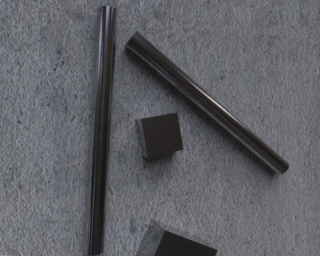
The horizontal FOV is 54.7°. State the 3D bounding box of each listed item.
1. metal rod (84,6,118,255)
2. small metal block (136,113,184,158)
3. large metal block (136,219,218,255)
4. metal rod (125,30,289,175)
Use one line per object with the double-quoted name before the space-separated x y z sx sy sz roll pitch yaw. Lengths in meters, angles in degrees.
"metal rod" -0.073 0.002 0.382 0.025 0.025 0.298 3 89 -20
"small metal block" -0.001 0.009 0.410 0.050 0.025 0.050 -11 94 -20
"large metal block" 0.015 0.176 0.403 0.080 0.050 0.080 27 81 -19
"metal rod" 0.076 -0.026 0.438 0.301 0.025 0.025 38 78 -17
